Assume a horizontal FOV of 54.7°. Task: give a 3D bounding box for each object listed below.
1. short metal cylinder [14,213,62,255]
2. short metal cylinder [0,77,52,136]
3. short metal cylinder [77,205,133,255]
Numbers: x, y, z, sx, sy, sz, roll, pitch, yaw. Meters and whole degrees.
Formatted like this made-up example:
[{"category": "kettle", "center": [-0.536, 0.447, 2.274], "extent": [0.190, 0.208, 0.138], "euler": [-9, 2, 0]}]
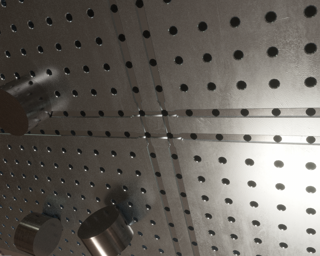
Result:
[{"category": "short metal cylinder", "center": [-0.250, 0.220, 0.641], "extent": [0.050, 0.080, 0.079], "euler": [9, 122, 23]}, {"category": "short metal cylinder", "center": [-0.220, -0.034, 0.487], "extent": [0.080, 0.050, 0.079], "euler": [13, 124, 20]}, {"category": "short metal cylinder", "center": [-0.093, 0.180, 0.534], "extent": [0.080, 0.080, 0.050], "euler": [-15, 111, 34]}]
